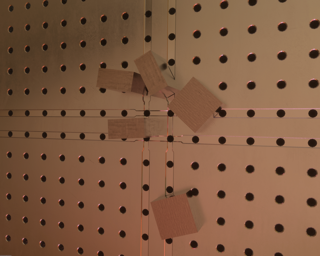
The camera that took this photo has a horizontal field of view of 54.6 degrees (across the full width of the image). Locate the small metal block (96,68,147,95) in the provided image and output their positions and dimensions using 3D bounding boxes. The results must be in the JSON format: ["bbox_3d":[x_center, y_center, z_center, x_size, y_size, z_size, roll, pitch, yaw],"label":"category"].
[{"bbox_3d":[-0.049,-0.062,0.417,0.050,0.050,0.025,10,94,20],"label":"small metal block"}]

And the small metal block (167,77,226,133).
[{"bbox_3d":[0.047,-0.029,0.396,0.050,0.025,0.050,45,104,14],"label":"small metal block"}]

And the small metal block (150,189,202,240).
[{"bbox_3d":[0.021,0.113,0.405,0.050,0.025,0.050,-19,84,19],"label":"small metal block"}]

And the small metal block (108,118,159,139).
[{"bbox_3d":[-0.034,0.001,0.412,0.050,0.050,0.025,-2,89,20],"label":"small metal block"}]

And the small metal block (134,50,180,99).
[{"bbox_3d":[-0.003,-0.067,0.401,0.025,0.050,0.050,-28,81,18],"label":"small metal block"}]
